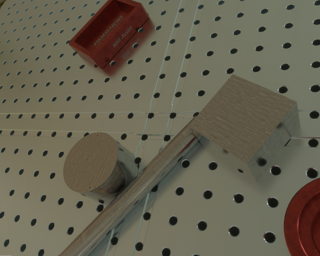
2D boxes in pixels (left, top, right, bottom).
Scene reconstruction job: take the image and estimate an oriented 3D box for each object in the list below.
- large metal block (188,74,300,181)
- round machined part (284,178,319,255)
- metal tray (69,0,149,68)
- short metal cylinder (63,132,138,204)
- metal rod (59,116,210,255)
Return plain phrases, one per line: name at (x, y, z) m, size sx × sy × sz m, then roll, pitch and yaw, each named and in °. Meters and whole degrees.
large metal block at (0.094, -0.002, 0.344) m, size 0.080 × 0.050 × 0.080 m, roll -49°, pitch 52°, yaw -7°
round machined part at (0.158, 0.091, 0.258) m, size 0.098 × 0.042 × 0.098 m, roll -13°, pitch 56°, yaw 21°
metal tray at (-0.094, -0.178, 0.563) m, size 0.090 × 0.030 × 0.130 m, roll 35°, pitch 81°, yaw 38°
short metal cylinder at (-0.076, 0.052, 0.400) m, size 0.080 × 0.050 × 0.080 m, roll -13°, pitch 56°, yaw 21°
metal rod at (-0.052, 0.100, 0.374) m, size 0.300 × 0.025 × 0.025 m, roll -45°, pitch 51°, yaw -4°
